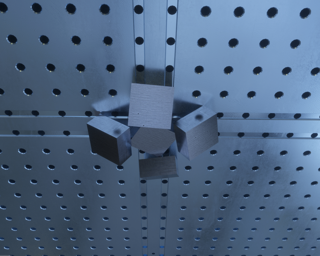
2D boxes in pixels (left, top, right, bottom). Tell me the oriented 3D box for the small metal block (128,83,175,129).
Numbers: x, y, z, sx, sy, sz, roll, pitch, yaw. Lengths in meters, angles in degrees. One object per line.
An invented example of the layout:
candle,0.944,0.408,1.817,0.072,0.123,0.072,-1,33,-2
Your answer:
small metal block,-0.011,-0.026,0.373,0.050,0.025,0.050,5,94,-4

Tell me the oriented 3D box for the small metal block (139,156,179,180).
small metal block,0.000,0.058,0.445,0.050,0.025,0.050,-7,166,5

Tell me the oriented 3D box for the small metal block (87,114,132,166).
small metal block,-0.066,0.016,0.409,0.050,0.025,0.050,24,136,25

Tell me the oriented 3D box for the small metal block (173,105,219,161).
small metal block,0.048,0.007,0.402,0.050,0.025,0.050,-30,133,-21

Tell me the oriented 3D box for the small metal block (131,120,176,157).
small metal block,-0.009,0.008,0.417,0.050,0.025,0.050,25,126,-20
